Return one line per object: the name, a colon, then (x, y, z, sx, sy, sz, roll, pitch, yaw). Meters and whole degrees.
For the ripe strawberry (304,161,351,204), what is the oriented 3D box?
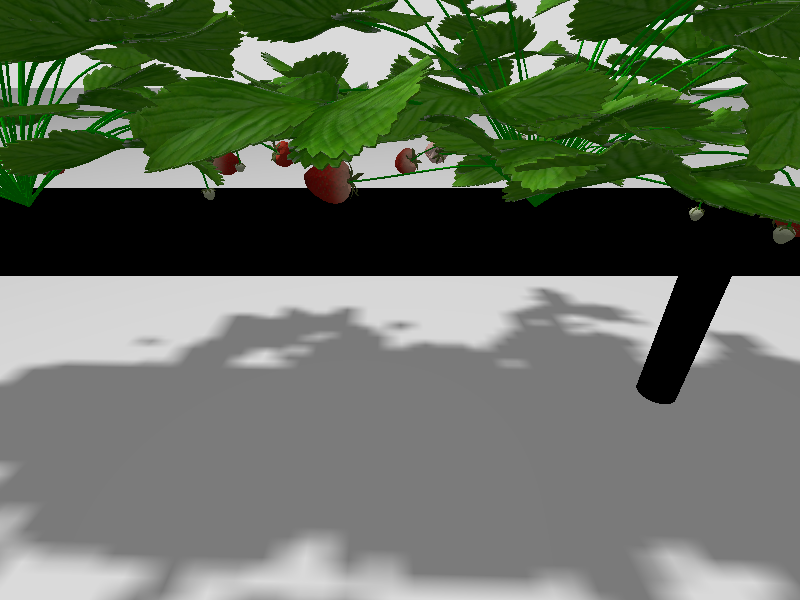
ripe strawberry: (-0.065, -0.107, 0.360, 0.042, 0.041, 0.039, 2, 30, 5)

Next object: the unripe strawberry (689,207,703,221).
unripe strawberry: (0.234, -0.068, 0.317, 0.010, 0.010, 0.011, 10, 31, 17)

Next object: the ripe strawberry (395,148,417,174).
ripe strawberry: (0.006, -0.158, 0.459, 0.025, 0.028, 0.027, -24, 21, -36)

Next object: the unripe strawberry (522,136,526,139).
unripe strawberry: (0.168, -0.221, 0.552, 0.011, 0.011, 0.011, 6, 30, 10)

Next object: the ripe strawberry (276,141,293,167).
ripe strawberry: (-0.141, -0.179, 0.495, 0.029, 0.030, 0.026, -1, 23, -45)

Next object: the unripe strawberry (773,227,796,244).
unripe strawberry: (0.256, -0.043, 0.268, 0.011, 0.011, 0.011, 19, 35, 30)

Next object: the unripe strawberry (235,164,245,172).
unripe strawberry: (-0.178, -0.148, 0.447, 0.010, 0.010, 0.009, -20, 35, -31)

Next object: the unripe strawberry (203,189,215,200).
unripe strawberry: (-0.166, -0.092, 0.348, 0.010, 0.010, 0.009, 0, 30, 1)

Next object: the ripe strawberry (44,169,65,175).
ripe strawberry: (-0.397, -0.154, 0.456, 0.026, 0.023, 0.026, -15, 32, -25)

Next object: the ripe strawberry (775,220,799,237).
ripe strawberry: (0.295, -0.062, 0.288, 0.034, 0.033, 0.032, 12, 32, 18)

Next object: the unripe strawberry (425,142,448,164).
unripe strawberry: (0.047, -0.192, 0.518, 0.031, 0.028, 0.028, -11, 31, -18)

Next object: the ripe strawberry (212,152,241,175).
ripe strawberry: (-0.197, -0.157, 0.455, 0.033, 0.028, 0.033, -10, 29, -43)
